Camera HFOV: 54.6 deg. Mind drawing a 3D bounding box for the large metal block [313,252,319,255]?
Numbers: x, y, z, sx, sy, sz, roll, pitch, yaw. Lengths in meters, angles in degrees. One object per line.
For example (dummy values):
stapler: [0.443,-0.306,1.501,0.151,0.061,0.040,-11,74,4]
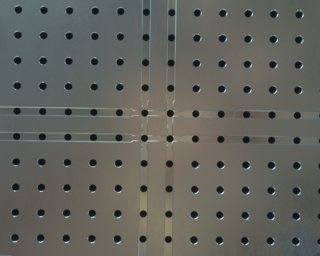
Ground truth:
large metal block: [0.232,0.210,0.387,0.050,0.080,0.080,-33,90,0]
